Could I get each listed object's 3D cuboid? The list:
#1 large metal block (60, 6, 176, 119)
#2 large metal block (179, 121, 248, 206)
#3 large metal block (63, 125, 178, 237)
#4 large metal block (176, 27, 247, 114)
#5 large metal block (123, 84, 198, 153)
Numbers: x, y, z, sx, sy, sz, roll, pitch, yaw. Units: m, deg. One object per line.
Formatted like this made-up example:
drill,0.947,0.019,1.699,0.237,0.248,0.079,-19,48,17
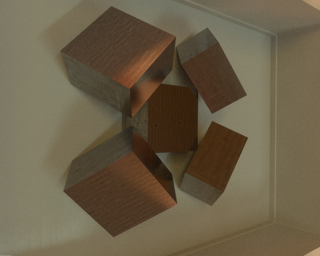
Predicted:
large metal block,-0.040,-0.070,0.324,0.080,0.080,0.050,-53,165,-27
large metal block,0.070,0.050,0.419,0.080,0.050,0.080,-59,169,-24
large metal block,-0.039,0.057,0.329,0.080,0.050,0.080,-30,118,12
large metal block,0.067,-0.079,0.417,0.080,0.050,0.080,54,16,-26
large metal block,0.001,-0.011,0.388,0.081,0.050,0.080,1,90,-40
